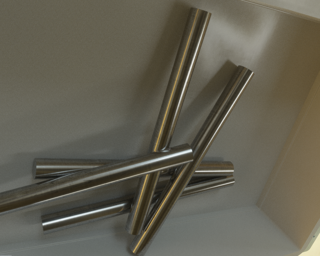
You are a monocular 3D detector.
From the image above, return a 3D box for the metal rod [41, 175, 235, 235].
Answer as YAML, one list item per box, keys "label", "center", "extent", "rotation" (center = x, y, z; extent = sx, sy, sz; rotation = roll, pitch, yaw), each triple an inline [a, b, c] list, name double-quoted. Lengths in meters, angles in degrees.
- label: "metal rod"
  center: [-0.017, 0.107, 0.465]
  extent: [0.303, 0.025, 0.025]
  rotation: [-8, 122, -25]

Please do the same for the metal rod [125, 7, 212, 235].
- label: "metal rod"
  center: [0.005, 0.004, 0.391]
  extent: [0.025, 0.025, 0.298]
  rotation: [7, 109, -32]

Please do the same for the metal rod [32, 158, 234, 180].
- label: "metal rod"
  center: [-0.016, 0.057, 0.435]
  extent: [0.302, 0.025, 0.025]
  rotation: [4, 116, -31]

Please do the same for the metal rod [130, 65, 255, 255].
- label: "metal rod"
  center: [0.043, 0.049, 0.436]
  extent: [0.025, 0.025, 0.299]
  rotation: [27, 95, -38]

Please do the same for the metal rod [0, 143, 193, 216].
- label: "metal rod"
  center: [-0.104, 0.066, 0.359]
  extent: [0.302, 0.025, 0.025]
  rotation: [-14, 125, -15]
